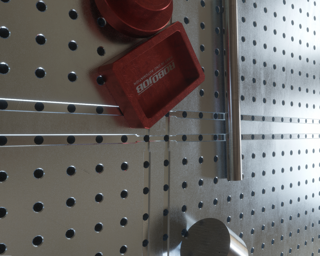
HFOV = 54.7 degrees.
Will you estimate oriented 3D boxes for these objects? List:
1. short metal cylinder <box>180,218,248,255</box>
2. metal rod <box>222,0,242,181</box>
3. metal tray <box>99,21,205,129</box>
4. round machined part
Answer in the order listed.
[{"bbox_3d":[0.076,0.176,0.437,0.050,0.080,0.080,45,63,-31],"label":"short metal cylinder"},{"bbox_3d":[0.118,-0.064,0.507,0.025,0.025,0.298,-4,92,-40],"label":"metal rod"},{"bbox_3d":[-0.004,-0.070,0.402,0.131,0.030,0.090,-42,116,-32],"label":"metal tray"},{"bbox_3d":[-0.024,-0.160,0.364,0.099,0.042,0.098,8,75,-31],"label":"round machined part"}]
